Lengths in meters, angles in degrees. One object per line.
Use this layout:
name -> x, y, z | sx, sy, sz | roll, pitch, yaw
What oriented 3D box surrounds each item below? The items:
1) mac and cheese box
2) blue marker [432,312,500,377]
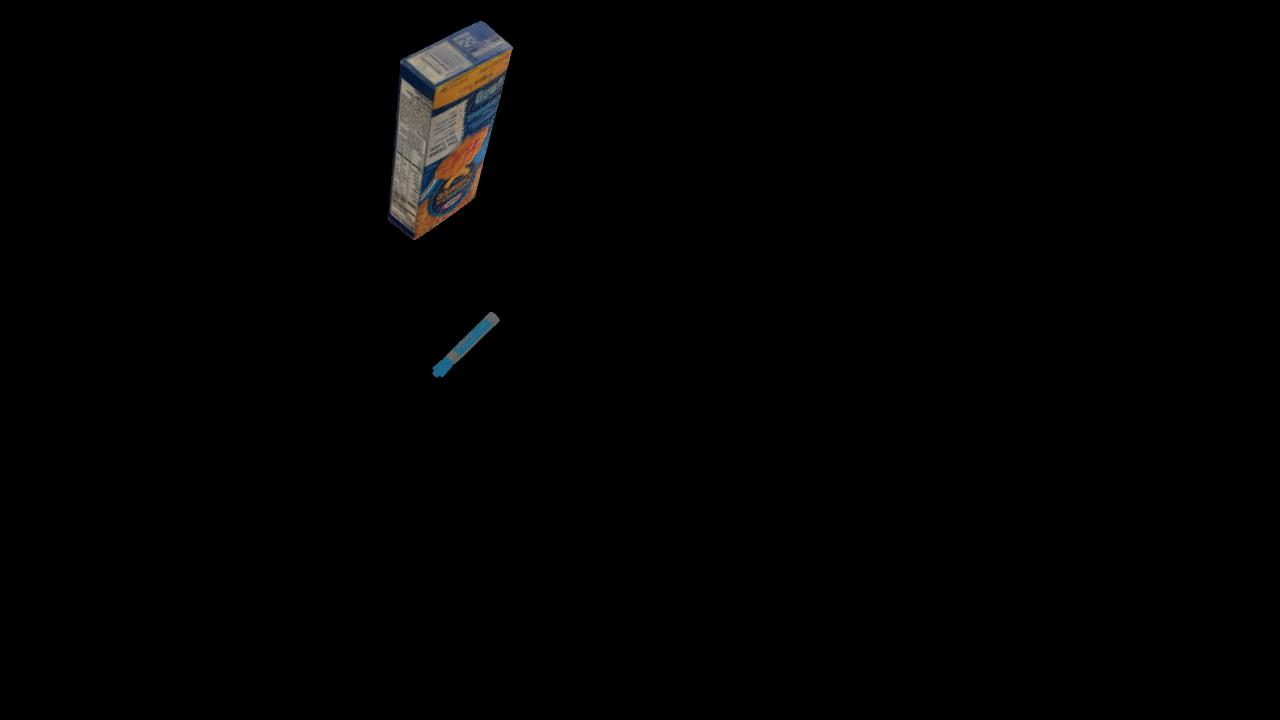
mac and cheese box -> -0.172, -0.194, 0.542 | 0.041, 0.093, 0.184 | 38, -35, -2
blue marker -> -0.244, -0.021, 0.861 | 0.020, 0.020, 0.121 | 0, 44, 53
